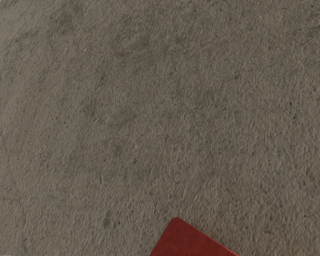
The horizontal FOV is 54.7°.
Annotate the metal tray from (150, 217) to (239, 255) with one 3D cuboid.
[{"bbox_3d":[0.045,0.154,0.282,0.130,0.030,0.090,24,74,36],"label":"metal tray"}]
